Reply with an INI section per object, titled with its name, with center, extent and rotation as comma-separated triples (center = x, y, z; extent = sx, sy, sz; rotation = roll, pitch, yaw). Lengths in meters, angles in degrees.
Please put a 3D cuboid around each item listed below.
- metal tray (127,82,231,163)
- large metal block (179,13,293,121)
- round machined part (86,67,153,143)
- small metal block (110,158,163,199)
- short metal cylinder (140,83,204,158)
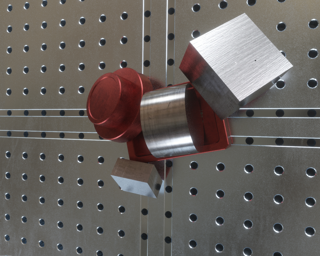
[metal tray]
center = 0.018, -0.007, 0.401
extent = 0.130, 0.030, 0.089
rotation = -12, 86, 19
[large metal block]
center = 0.082, -0.068, 0.345
extent = 0.080, 0.050, 0.080
rotation = -32, 78, -20
[round machined part]
center = -0.058, -0.033, 0.400
extent = 0.098, 0.042, 0.098
rotation = -16, 66, 39
[small metal block]
center = -0.029, 0.066, 0.403
extent = 0.050, 0.050, 0.025
rotation = 8, 59, 20
[short metal cylinder]
center = 0.017, -0.008, 0.360
extent = 0.050, 0.080, 0.080
rotation = -9, 87, 19
